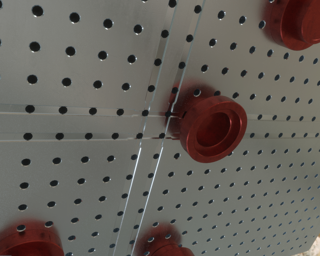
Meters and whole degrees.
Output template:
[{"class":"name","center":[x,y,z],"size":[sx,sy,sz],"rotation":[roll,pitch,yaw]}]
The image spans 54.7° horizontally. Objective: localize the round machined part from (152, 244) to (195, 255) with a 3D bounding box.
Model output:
[{"class":"round machined part","center":[0.018,0.255,0.570],"size":[0.099,0.042,0.097],"rotation":[-14,125,-21]}]

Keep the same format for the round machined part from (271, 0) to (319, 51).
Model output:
[{"class":"round machined part","center":[0.203,-0.152,0.420],"size":[0.099,0.042,0.097],"rotation":[-14,125,-21]}]

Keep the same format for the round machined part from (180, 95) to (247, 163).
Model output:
[{"class":"round machined part","center":[0.071,-0.002,0.440],"size":[0.099,0.042,0.097],"rotation":[-14,125,-21]}]

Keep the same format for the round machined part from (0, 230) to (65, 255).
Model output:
[{"class":"round machined part","center":[-0.180,0.190,0.420],"size":[0.099,0.042,0.097],"rotation":[-14,125,-21]}]
